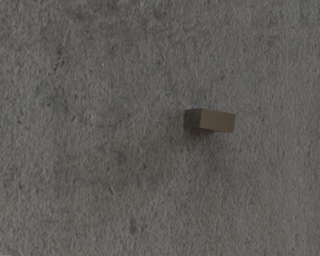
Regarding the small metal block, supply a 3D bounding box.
[{"bbox_3d":[0.066,-0.010,0.422,0.050,0.050,0.025,9,87,-20],"label":"small metal block"}]
